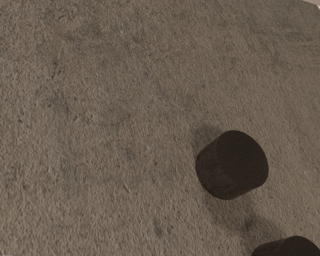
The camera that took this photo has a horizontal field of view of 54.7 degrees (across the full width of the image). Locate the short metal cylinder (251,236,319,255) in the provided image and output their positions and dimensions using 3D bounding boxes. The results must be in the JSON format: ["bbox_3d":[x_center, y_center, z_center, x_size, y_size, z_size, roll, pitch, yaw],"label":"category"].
[{"bbox_3d":[0.154,0.174,0.367,0.081,0.050,0.080,14,56,-21],"label":"short metal cylinder"}]

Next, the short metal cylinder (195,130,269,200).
[{"bbox_3d":[0.095,0.050,0.411,0.081,0.050,0.080,14,56,-21],"label":"short metal cylinder"}]
